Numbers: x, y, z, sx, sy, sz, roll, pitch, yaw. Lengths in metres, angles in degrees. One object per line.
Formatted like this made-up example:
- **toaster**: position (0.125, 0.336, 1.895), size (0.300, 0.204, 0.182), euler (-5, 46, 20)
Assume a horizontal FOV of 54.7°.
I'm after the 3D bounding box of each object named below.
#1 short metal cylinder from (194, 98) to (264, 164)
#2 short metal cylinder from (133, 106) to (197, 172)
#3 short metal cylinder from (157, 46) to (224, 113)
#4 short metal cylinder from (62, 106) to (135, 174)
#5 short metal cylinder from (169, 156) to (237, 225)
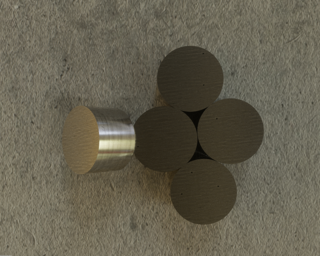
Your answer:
- **short metal cylinder**: position (0.085, 0.004, 0.399), size (0.081, 0.050, 0.080), euler (0, 90, 0)
- **short metal cylinder**: position (0.005, 0.013, 0.398), size (0.081, 0.050, 0.080), euler (0, 90, 0)
- **short metal cylinder**: position (0.037, -0.060, 0.399), size (0.081, 0.050, 0.080), euler (0, 90, 0)
- **short metal cylinder**: position (-0.076, 0.014, 0.377), size (0.080, 0.050, 0.080), euler (-2, 88, 44)
- **short metal cylinder**: position (0.053, 0.077, 0.399), size (0.081, 0.050, 0.080), euler (0, 90, 0)
